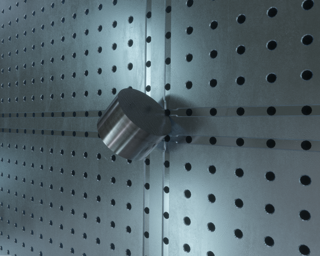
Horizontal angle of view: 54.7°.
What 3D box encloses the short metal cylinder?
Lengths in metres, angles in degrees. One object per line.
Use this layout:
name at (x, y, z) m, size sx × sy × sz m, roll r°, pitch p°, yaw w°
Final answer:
short metal cylinder at (-0.033, -0.005, 0.398) m, size 0.050 × 0.081 × 0.080 m, roll -48°, pitch 62°, yaw 29°
